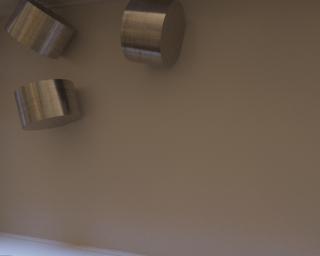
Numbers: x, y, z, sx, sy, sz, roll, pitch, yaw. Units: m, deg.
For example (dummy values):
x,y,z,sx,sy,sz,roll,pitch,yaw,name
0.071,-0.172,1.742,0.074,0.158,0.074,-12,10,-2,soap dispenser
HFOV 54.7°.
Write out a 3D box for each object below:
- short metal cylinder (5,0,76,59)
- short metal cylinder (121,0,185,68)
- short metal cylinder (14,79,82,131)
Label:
x,y,z,sx,sy,sz,roll,pitch,yaw,name
-0.168,-0.141,0.439,0.080,0.080,0.050,39,102,15,short metal cylinder
-0.007,-0.118,0.383,0.050,0.080,0.079,14,95,19,short metal cylinder
-0.156,-0.031,0.435,0.080,0.080,0.050,-17,85,19,short metal cylinder
